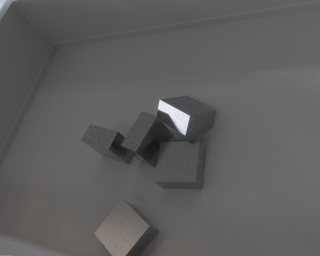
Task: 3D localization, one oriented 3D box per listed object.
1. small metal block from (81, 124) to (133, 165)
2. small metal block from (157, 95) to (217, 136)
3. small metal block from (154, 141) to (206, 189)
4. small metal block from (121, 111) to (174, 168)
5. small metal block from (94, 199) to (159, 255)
[{"bbox_3d":[-0.067,0.022,0.411,0.050,0.050,0.025,13,69,33],"label":"small metal block"},{"bbox_3d":[0.033,-0.017,0.381,0.050,0.050,0.025,32,122,38],"label":"small metal block"},{"bbox_3d":[0.025,0.044,0.366,0.050,0.025,0.050,-4,60,26],"label":"small metal block"},{"bbox_3d":[-0.015,0.015,0.388,0.025,0.050,0.050,20,73,36],"label":"small metal block"},{"bbox_3d":[-0.038,0.119,0.353,0.050,0.025,0.050,34,81,38],"label":"small metal block"}]
